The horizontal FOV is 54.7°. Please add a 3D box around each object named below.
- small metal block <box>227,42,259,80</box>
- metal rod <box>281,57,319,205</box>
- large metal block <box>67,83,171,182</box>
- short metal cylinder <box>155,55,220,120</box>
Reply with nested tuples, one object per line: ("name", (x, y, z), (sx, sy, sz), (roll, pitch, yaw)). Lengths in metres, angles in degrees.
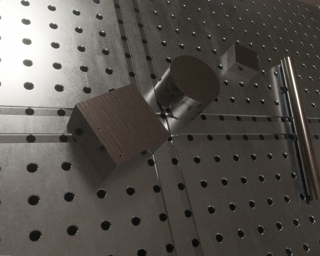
("small metal block", (0.151, -0.122, 0.567), (0.050, 0.025, 0.050), (19, 54, -18))
("metal rod", (0.251, -0.012, 0.553), (0.025, 0.025, 0.300), (18, 55, -19))
("large metal block", (-0.049, 0.003, 0.365), (0.081, 0.050, 0.080), (-28, 77, -37))
("short metal cylinder", (0.039, -0.058, 0.451), (0.081, 0.050, 0.080), (14, 56, -21))
